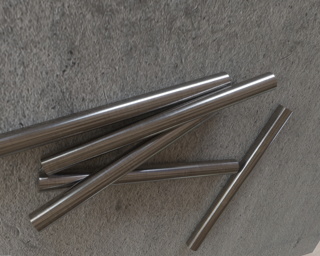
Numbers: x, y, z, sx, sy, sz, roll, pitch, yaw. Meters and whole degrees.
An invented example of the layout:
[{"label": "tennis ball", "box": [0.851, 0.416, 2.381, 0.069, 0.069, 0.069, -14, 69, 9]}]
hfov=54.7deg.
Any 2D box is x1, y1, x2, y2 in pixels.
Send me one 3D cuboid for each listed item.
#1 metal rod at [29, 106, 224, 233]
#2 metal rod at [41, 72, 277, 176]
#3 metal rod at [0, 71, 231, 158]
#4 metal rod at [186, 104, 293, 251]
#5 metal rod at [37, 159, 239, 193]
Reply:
[{"label": "metal rod", "box": [-0.020, 0.029, 0.392, 0.302, 0.025, 0.025, -33, 129, -15]}, {"label": "metal rod", "box": [0.006, -0.009, 0.383, 0.302, 0.025, 0.025, -21, 127, -8]}, {"label": "metal rod", "box": [-0.049, -0.019, 0.367, 0.302, 0.025, 0.025, -18, 126, -18]}, {"label": "metal rod", "box": [0.131, 0.093, 0.535, 0.025, 0.025, 0.298, 19, 108, -36]}, {"label": "metal rod", "box": [-0.011, 0.064, 0.439, 0.303, 0.025, 0.025, 0, 119, -28]}]
